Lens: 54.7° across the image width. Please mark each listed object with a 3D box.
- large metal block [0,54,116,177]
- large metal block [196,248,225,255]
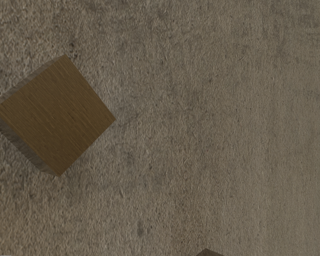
[{"bbox_3d":[-0.105,-0.012,0.301,0.080,0.050,0.080,-50,119,-28],"label":"large metal block"},{"bbox_3d":[0.065,0.236,0.444,0.081,0.050,0.080,-20,103,-38],"label":"large metal block"}]
